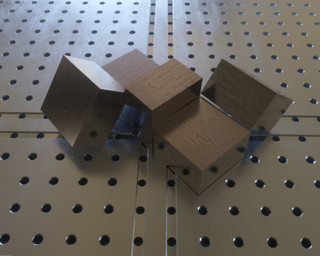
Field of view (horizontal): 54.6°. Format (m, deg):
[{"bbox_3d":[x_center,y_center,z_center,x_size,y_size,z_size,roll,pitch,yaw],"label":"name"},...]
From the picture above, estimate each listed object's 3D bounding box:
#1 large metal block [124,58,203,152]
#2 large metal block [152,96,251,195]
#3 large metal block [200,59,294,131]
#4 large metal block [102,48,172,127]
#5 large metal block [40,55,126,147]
[{"bbox_3d":[0.004,-0.029,0.396,0.080,0.080,0.050,-35,59,-26],"label":"large metal block"},{"bbox_3d":[0.048,0.018,0.376,0.080,0.050,0.080,-34,56,-25],"label":"large metal block"},{"bbox_3d":[0.113,-0.040,0.399,0.080,0.050,0.080,42,21,28],"label":"large metal block"},{"bbox_3d":[-0.038,-0.057,0.439,0.080,0.050,0.080,-35,59,-24],"label":"large metal block"},{"bbox_3d":[-0.095,-0.033,0.390,0.080,0.080,0.050,42,22,29],"label":"large metal block"}]
